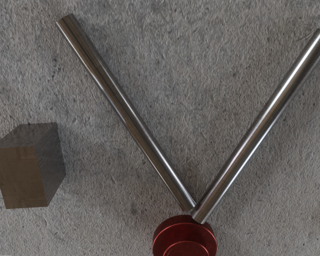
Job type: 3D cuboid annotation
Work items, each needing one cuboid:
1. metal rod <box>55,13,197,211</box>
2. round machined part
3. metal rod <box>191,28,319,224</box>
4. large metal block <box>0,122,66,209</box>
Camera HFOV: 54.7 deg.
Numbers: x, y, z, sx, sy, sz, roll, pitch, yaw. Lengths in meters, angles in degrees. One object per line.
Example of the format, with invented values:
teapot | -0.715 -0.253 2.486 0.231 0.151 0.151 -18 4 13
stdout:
metal rod | -0.035 -0.007 0.406 0.025 0.025 0.299 -30 108 10
round machined part | 0.038 0.185 0.470 0.099 0.042 0.097 0 110 -1
metal rod | 0.128 0.010 0.415 0.025 0.025 0.298 27 108 -10
large metal block | -0.162 0.045 0.395 0.050 0.080 0.079 -4 110 1
